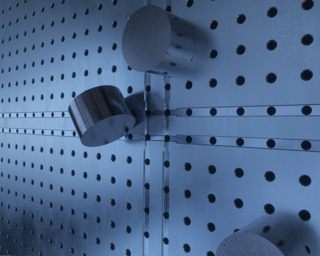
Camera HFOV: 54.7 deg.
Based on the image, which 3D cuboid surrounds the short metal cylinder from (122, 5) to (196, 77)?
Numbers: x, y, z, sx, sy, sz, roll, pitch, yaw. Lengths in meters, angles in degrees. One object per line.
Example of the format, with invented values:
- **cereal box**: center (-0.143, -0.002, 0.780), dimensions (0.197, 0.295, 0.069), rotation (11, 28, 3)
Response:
- **short metal cylinder**: center (-0.002, -0.108, 0.393), dimensions (0.080, 0.050, 0.079), rotation (0, 90, 39)

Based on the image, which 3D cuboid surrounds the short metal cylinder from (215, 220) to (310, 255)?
- **short metal cylinder**: center (0.102, 0.138, 0.308), dimensions (0.080, 0.050, 0.079), rotation (0, 90, 39)

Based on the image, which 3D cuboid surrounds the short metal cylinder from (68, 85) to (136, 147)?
- **short metal cylinder**: center (-0.082, -0.016, 0.439), dimensions (0.080, 0.081, 0.050), rotation (-42, 65, 31)
